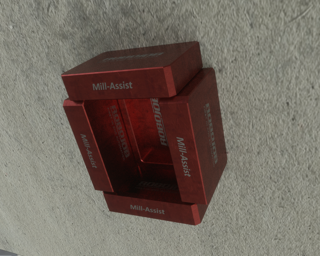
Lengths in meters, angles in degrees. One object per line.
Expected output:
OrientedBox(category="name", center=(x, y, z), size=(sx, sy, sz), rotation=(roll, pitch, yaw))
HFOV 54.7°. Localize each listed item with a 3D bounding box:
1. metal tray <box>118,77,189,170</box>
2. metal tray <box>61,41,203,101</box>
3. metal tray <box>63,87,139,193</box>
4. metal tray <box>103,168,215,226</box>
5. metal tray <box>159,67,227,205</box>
OrientedBox(category="metal tray", center=(0.001, -0.008, 0.398), size=(0.090, 0.030, 0.129), rotation=(1, 119, 27))
OrientedBox(category="metal tray", center=(-0.029, -0.063, 0.341), size=(0.130, 0.090, 0.030), rotation=(1, 119, 27))
OrientedBox(category="metal tray", center=(-0.065, 0.006, 0.402), size=(0.030, 0.090, 0.129), rotation=(1, 119, 28))
OrientedBox(category="metal tray", center=(0.003, 0.077, 0.411), size=(0.130, 0.090, 0.030), rotation=(1, 119, 27))
OrientedBox(category="metal tray", center=(0.043, 0.008, 0.347), size=(0.030, 0.090, 0.129), rotation=(1, 119, 28))
